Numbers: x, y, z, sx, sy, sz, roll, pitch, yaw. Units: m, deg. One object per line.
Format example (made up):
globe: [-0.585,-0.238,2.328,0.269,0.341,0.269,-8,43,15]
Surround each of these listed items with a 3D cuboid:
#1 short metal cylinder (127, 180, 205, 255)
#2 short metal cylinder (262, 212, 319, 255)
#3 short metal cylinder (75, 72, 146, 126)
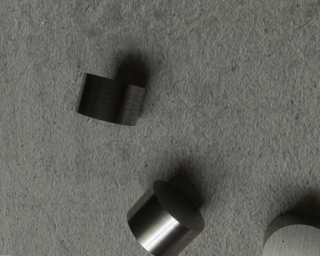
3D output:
short metal cylinder: [0.007,0.110,0.377,0.080,0.080,0.050,44,104,14]
short metal cylinder: [0.155,0.139,0.341,0.080,0.050,0.080,0,90,20]
short metal cylinder: [-0.064,-0.037,0.402,0.080,0.080,0.050,17,96,19]
